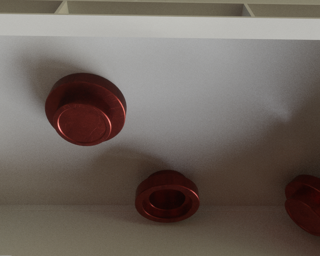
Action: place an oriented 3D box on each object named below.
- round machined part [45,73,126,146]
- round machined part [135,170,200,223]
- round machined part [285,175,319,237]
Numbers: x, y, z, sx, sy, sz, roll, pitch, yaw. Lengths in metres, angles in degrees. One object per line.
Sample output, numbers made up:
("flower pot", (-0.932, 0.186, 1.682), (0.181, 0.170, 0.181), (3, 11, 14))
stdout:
("round machined part", (-0.092, -0.015, 0.384), (0.099, 0.042, 0.097), (0, 130, 0))
("round machined part", (0.011, 0.103, 0.486), (0.099, 0.042, 0.097), (0, 130, 0))
("round machined part", (0.229, 0.122, 0.464), (0.042, 0.098, 0.098), (-35, 132, -20))
